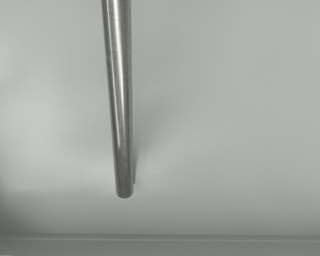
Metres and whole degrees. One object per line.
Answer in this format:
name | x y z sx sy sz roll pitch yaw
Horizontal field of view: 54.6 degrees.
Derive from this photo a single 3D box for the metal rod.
metal rod | -0.043 -0.016 0.343 0.025 0.025 0.298 3 134 -1
